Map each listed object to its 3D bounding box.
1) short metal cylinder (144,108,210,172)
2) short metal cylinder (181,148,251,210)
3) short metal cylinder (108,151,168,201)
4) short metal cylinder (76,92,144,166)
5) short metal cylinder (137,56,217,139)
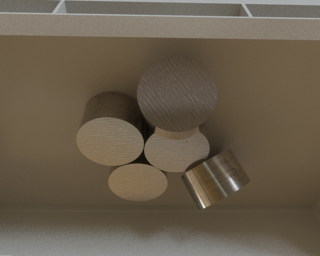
[{"bbox_3d":[0.021,0.012,0.401,0.081,0.050,0.079,0,130,0],"label":"short metal cylinder"},{"bbox_3d":[0.075,0.070,0.424,0.080,0.050,0.080,-28,168,-7],"label":"short metal cylinder"},{"bbox_3d":[-0.030,0.059,0.440,0.081,0.050,0.079,0,130,0],"label":"short metal cylinder"},{"bbox_3d":[-0.060,0.002,0.391,0.081,0.050,0.079,0,130,0],"label":"short metal cylinder"},{"bbox_3d":[0.018,-0.030,0.336,0.081,0.080,0.050,-2,169,1],"label":"short metal cylinder"}]
